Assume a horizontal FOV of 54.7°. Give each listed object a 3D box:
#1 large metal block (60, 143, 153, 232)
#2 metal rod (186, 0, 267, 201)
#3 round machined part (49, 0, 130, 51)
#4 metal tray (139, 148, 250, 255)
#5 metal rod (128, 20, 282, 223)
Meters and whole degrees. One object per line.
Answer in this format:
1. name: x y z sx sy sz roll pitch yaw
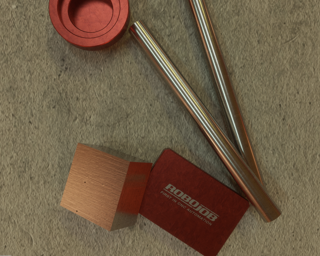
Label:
1. large metal block: -0.065 0.069 0.380 0.080 0.050 0.080 16 90 29
2. metal rod: 0.087 -0.047 0.411 0.025 0.025 0.298 -18 90 0
3. round machined part: -0.087 -0.148 0.400 0.099 0.042 0.097 0 90 -1
4. metal tray: 0.038 0.097 0.408 0.130 0.030 0.090 34 90 -1
5. metal rod: 0.054 -0.012 0.396 0.025 0.025 0.299 -35 85 0
